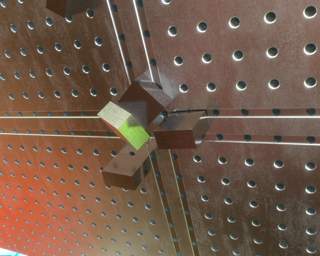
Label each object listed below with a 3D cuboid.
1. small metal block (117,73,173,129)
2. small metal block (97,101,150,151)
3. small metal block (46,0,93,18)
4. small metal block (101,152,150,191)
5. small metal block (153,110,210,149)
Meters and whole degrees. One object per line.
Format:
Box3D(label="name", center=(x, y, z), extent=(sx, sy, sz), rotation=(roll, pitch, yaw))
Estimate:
Box3D(label="small metal block", center=(-0.021, -0.033, 0.400), extent=(0.050, 0.025, 0.050), rotation=(42, 129, -1))
Box3D(label="small metal block", center=(-0.048, -0.003, 0.408), extent=(0.050, 0.025, 0.050), rotation=(31, 165, 43))
Box3D(label="small metal block", center=(-0.098, -0.157, 0.348), extent=(0.025, 0.050, 0.050), rotation=(31, 128, 8))
Box3D(label="small metal block", center=(-0.049, 0.063, 0.458), extent=(0.050, 0.050, 0.025), rotation=(6, 121, 25))
Box3D(label="small metal block", center=(0.027, 0.002, 0.381), extent=(0.050, 0.050, 0.025), rotation=(-3, 117, 29))
